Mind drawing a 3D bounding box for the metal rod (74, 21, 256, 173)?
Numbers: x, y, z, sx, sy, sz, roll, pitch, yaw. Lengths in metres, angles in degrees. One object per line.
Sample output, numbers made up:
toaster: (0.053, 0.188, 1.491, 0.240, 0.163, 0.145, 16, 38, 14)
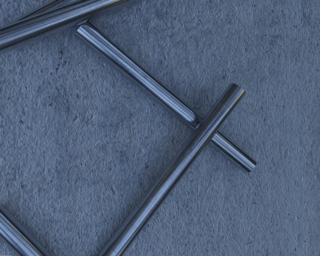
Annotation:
metal rod: (0.018, -0.032, 0.415, 0.301, 0.025, 0.025, 38, 78, -16)

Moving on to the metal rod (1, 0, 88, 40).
metal rod: (-0.055, -0.187, 0.388, 0.301, 0.025, 0.025, -37, 102, -16)

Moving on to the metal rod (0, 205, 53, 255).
metal rod: (-0.095, 0.210, 0.374, 0.025, 0.025, 0.300, -41, 103, -15)

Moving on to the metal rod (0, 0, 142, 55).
metal rod: (-0.051, -0.158, 0.374, 0.302, 0.025, 0.025, -31, 101, -23)

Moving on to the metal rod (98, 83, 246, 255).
metal rod: (0.011, 0.066, 0.395, 0.025, 0.025, 0.300, 40, 84, -16)
